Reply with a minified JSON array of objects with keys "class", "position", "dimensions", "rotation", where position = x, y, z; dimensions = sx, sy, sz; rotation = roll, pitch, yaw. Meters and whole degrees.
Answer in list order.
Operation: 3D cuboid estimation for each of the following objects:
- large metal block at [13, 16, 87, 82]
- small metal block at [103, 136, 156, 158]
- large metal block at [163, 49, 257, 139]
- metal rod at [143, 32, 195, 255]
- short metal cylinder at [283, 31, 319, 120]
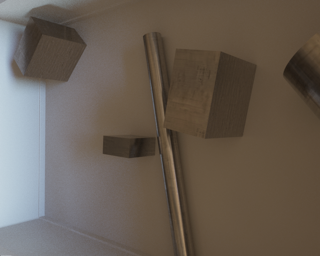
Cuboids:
[{"class":"large metal block","position":[-0.184,-0.129,0.520],"dimensions":[0.080,0.081,0.050],"rotation":[-52,60,27]},{"class":"small metal block","position":[-0.042,0.024,0.423],"dimensions":[0.050,0.050,0.025],"rotation":[4,93,39]},{"class":"large metal block","position":[0.054,-0.034,0.325],"dimensions":[0.050,0.081,0.079],"rotation":[15,100,39]},{"class":"metal rod","position":[0.011,0.024,0.395],"dimensions":[0.025,0.025,0.298],"rotation":[-14,81,39]},{"class":"short metal cylinder","position":[0.149,-0.047,0.247],"dimensions":[0.080,0.081,0.050],"rotation":[-44,64,31]}]
